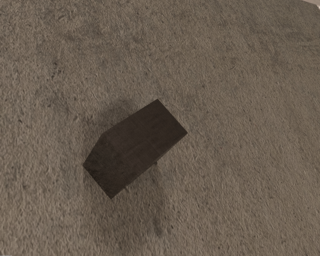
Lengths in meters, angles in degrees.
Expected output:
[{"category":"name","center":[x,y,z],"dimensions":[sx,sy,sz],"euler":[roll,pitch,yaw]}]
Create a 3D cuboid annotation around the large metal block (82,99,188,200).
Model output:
[{"category":"large metal block","center":[-0.029,0.024,0.340],"dimensions":[0.050,0.080,0.081],"euler":[49,51,6]}]
